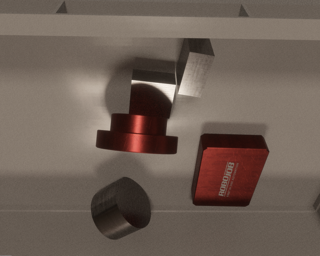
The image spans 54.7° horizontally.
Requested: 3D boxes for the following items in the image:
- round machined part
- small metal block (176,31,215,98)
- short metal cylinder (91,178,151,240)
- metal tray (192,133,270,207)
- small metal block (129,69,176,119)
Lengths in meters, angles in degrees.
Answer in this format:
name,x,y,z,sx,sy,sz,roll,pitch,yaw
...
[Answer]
name,x,y,z,sx,sy,sz,roll,pitch,yaw
round machined part,-0.027,0.006,0.380,0.099,0.098,0.042,5,89,-5
small metal block,0.036,-0.069,0.334,0.025,0.050,0.050,8,130,-7
short metal cylinder,-0.059,0.124,0.478,0.050,0.080,0.080,-31,124,24
metal tray,0.100,0.067,0.465,0.091,0.030,0.129,2,130,-2
small metal block,-0.010,-0.041,0.374,0.050,0.025,0.050,6,130,-5
